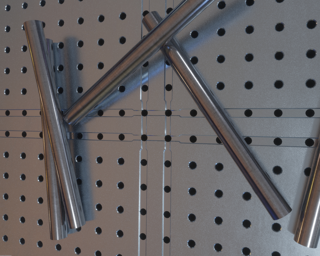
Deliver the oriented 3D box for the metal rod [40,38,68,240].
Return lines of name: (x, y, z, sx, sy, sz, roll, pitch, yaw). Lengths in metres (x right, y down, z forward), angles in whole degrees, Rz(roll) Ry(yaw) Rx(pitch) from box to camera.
metal rod: (-0.164, 0.015, 0.468, 0.025, 0.025, 0.298, -6, 88, 19)

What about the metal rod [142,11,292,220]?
metal rod: (0.065, -0.024, 0.389, 0.025, 0.025, 0.299, -35, 79, 16)

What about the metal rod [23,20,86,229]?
metal rod: (-0.151, -0.003, 0.447, 0.025, 0.025, 0.298, -11, 93, 19)

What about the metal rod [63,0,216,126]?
metal rod: (-0.024, -0.096, 0.397, 0.299, 0.025, 0.025, -37, 79, 24)

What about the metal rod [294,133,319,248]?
metal rod: (0.197, -0.014, 0.343, 0.025, 0.025, 0.298, 13, 94, 19)
